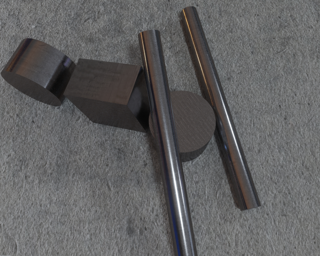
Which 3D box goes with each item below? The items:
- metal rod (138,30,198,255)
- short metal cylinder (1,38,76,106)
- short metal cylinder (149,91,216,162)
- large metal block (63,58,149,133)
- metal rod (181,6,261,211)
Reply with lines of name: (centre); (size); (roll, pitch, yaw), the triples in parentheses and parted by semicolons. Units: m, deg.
metal rod: (0.012, 0.040, 0.346); (0.025, 0.025, 0.298); (-9, 88, -4)
short metal cylinder: (-0.154, -0.070, 0.403); (0.080, 0.080, 0.050); (21, 72, 7)
short metal cylinder: (0.027, -0.001, 0.395); (0.081, 0.050, 0.080); (0, 70, 0)
large metal block: (-0.056, -0.038, 0.384); (0.080, 0.080, 0.050); (11, 70, 18)
metal rod: (0.077, -0.040, 0.423); (0.025, 0.025, 0.299); (-12, 70, -4)
